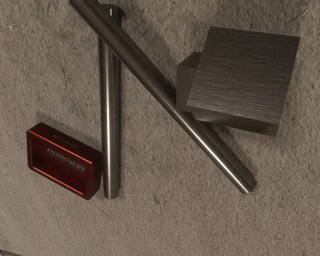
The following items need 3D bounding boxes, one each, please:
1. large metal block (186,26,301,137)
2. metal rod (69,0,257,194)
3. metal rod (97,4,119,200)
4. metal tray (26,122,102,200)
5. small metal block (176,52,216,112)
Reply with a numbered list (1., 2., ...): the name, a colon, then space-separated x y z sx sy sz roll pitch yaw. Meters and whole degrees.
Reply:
1. large metal block: 0.079 -0.043 0.295 0.080 0.050 0.080 14 80 20
2. metal rod: 0.013 -0.033 0.360 0.300 0.025 0.025 47 129 -13
3. metal rod: -0.070 -0.014 0.433 0.025 0.025 0.298 17 125 18
4. metal tray: -0.161 0.056 0.520 0.130 0.030 0.089 25 127 12
5. small metal block: 0.040 -0.050 0.337 0.025 0.050 0.050 14 124 22
